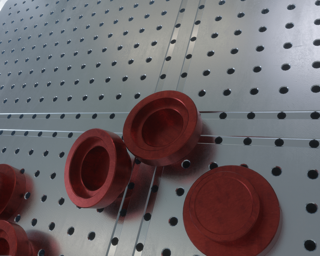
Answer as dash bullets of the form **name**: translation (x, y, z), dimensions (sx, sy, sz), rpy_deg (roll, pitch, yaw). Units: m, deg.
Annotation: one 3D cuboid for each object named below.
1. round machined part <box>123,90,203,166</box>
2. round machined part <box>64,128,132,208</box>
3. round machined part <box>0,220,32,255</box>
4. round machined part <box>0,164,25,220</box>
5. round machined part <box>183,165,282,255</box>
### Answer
- **round machined part**: translation (0.006, 0.004, 0.391), dimensions (0.098, 0.042, 0.098), rpy_deg (-13, 55, 19)
- **round machined part**: translation (-0.074, 0.052, 0.393), dimensions (0.098, 0.042, 0.098), rpy_deg (-13, 68, 37)
- **round machined part**: translation (-0.208, 0.173, 0.402), dimensions (0.098, 0.042, 0.098), rpy_deg (-13, 56, 21)
- **round machined part**: translation (-0.260, 0.100, 0.475), dimensions (0.098, 0.042, 0.098), rpy_deg (-13, 56, 21)
- **round machined part**: translation (0.068, 0.082, 0.311), dimensions (0.098, 0.042, 0.098), rpy_deg (-13, 56, 21)
